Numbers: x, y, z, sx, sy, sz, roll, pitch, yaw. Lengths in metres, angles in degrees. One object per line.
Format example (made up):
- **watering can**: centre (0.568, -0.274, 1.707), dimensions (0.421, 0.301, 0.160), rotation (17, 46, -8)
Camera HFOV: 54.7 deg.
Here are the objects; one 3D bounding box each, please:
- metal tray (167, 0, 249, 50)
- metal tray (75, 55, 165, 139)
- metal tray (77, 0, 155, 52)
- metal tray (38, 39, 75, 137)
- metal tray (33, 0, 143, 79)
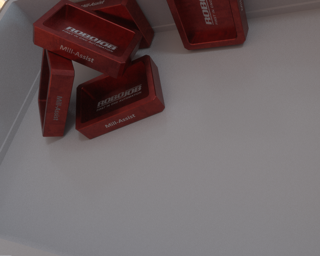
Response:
- **metal tray**: centre (0.059, -0.168, 0.408), dimensions (0.090, 0.130, 0.030), rotation (0, 50, 28)
- **metal tray**: centre (-0.063, -0.046, 0.463), dimensions (0.130, 0.030, 0.090), rotation (-21, 54, 16)
- **metal tray**: centre (-0.087, -0.169, 0.512), dimensions (0.130, 0.090, 0.030), rotation (1, 61, 28)
- **metal tray**: centre (-0.162, -0.060, 0.472), dimensions (0.090, 0.030, 0.129), rotation (65, 144, 38)
- **metal tray**: centre (-0.100, -0.130, 0.446), dimensions (0.131, 0.030, 0.090), rotation (23, 46, -3)
